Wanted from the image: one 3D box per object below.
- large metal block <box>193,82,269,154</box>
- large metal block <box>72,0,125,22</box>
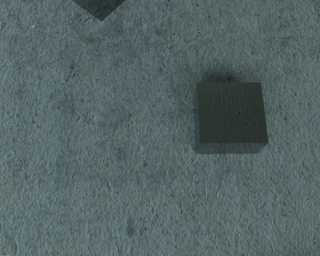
[{"bbox_3d":[0.087,-0.012,0.399,0.081,0.050,0.080,0,70,0],"label":"large metal block"},{"bbox_3d":[-0.096,-0.226,0.477,0.080,0.050,0.080,38,74,13],"label":"large metal block"}]
